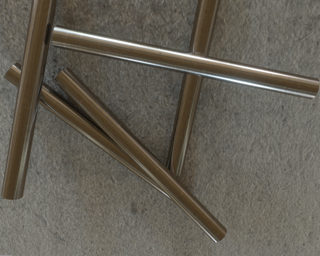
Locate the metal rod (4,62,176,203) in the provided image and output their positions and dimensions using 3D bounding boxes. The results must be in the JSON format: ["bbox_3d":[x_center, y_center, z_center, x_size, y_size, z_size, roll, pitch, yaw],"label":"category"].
[{"bbox_3d":[-0.068,0.020,0.416,0.301,0.025,0.025,39,105,-14],"label":"metal rod"}]

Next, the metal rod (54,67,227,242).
[{"bbox_3d":[-0.020,0.041,0.406,0.025,0.025,0.300,-42,99,13],"label":"metal rod"}]

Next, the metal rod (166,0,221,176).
[{"bbox_3d":[0.044,-0.077,0.382,0.025,0.025,0.298,9,110,-4],"label":"metal rod"}]

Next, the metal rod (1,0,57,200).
[{"bbox_3d":[-0.149,-0.058,0.361,0.025,0.025,0.298,13,100,-5],"label":"metal rod"}]

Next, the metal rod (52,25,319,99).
[{"bbox_3d":[0.031,-0.075,0.355,0.302,0.025,0.025,11,110,-2],"label":"metal rod"}]
